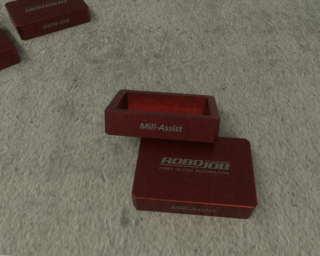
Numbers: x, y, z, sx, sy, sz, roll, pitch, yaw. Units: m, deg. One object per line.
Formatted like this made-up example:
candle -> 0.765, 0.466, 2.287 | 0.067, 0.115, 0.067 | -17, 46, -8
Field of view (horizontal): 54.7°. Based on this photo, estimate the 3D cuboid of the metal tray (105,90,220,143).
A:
metal tray -> 0.005, -0.018, 0.390 | 0.131, 0.030, 0.090 | 4, 23, 3

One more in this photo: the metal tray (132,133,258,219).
metal tray -> 0.039, 0.052, 0.357 | 0.131, 0.030, 0.090 | 4, 50, 3

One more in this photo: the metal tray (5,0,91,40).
metal tray -> -0.209, -0.216, 0.579 | 0.131, 0.030, 0.090 | -24, 54, -20

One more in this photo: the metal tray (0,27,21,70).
metal tray -> -0.301, -0.136, 0.510 | 0.091, 0.030, 0.130 | -30, 57, -23
